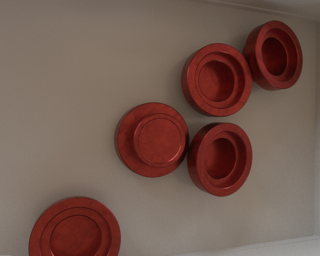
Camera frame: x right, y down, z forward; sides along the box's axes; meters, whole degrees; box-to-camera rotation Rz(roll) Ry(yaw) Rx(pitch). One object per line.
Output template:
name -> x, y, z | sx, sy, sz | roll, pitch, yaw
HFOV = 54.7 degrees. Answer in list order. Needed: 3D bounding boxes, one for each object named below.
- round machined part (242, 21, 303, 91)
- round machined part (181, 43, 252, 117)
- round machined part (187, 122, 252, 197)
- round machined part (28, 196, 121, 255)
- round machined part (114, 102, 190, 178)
round machined part -> 0.160, -0.102, 0.454 | 0.099, 0.042, 0.097 | 2, 86, -30
round machined part -> 0.074, -0.064, 0.428 | 0.099, 0.042, 0.097 | 0, 90, -20
round machined part -> 0.076, 0.040, 0.423 | 0.099, 0.042, 0.097 | -2, 94, -31
round machined part -> -0.098, 0.129, 0.361 | 0.099, 0.042, 0.097 | 3, 82, -19
round machined part -> -0.006, 0.016, 0.399 | 0.099, 0.042, 0.097 | 0, 90, -20
